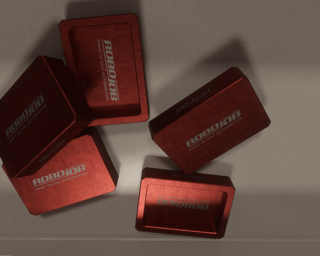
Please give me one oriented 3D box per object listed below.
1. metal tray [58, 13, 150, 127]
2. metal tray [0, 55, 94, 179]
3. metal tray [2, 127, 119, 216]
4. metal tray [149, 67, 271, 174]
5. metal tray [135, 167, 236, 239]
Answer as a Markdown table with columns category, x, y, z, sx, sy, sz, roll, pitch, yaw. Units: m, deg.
| category | x | y | z | sx | sy | sz | roll | pitch | yaw |
| --- | --- | --- | --- | --- | --- | --- | --- | --- | --- |
| metal tray | -0.064 | -0.069 | 0.382 | 0.091 | 0.030 | 0.129 | -5 | 110 | 1 |
| metal tray | -0.147 | -0.011 | 0.367 | 0.130 | 0.030 | 0.090 | -38 | 75 | 24 |
| metal tray | -0.135 | 0.061 | 0.429 | 0.131 | 0.030 | 0.090 | -19 | 109 | 6 |
| metal tray | 0.063 | -0.005 | 0.392 | 0.130 | 0.030 | 0.090 | -33 | 127 | 11 |
| metal tray | 0.034 | 0.110 | 0.449 | 0.131 | 0.030 | 0.089 | 7 | 110 | -3 |
